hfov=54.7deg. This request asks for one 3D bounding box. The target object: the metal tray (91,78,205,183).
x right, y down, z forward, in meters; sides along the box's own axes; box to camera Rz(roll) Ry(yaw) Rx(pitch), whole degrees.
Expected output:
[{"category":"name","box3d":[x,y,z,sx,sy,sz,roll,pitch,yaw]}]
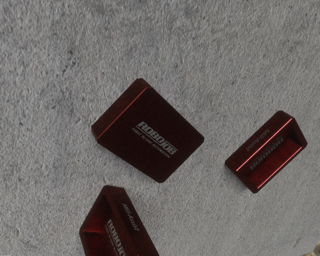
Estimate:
[{"category":"metal tray","box3d":[-0.011,0.009,0.403,0.090,0.030,0.130,-46,129,4]}]

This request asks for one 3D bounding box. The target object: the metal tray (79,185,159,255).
[{"category":"metal tray","box3d":[-0.059,0.148,0.398,0.030,0.130,0.090,19,108,-36]}]

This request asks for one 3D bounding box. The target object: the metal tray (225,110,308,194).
[{"category":"metal tray","box3d":[0.184,0.043,0.530,0.130,0.030,0.090,-44,129,2]}]
